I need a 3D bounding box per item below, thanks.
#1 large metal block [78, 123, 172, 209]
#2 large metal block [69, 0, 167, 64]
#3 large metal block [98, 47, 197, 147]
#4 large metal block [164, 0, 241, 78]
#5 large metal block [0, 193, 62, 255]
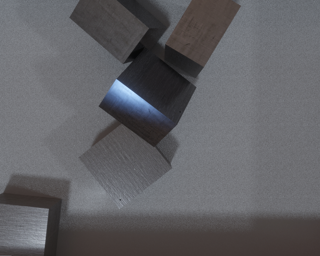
[{"bbox_3d":[-0.042,0.042,0.398,0.080,0.050,0.080,-38,90,0],"label":"large metal block"},{"bbox_3d":[-0.046,-0.128,0.377,0.080,0.080,0.050,41,114,0],"label":"large metal block"},{"bbox_3d":[-0.012,-0.038,0.373,0.080,0.080,0.050,37,133,-7],"label":"large metal block"},{"bbox_3d":[0.048,-0.115,0.384,0.050,0.080,0.080,31,90,0],"label":"large metal block"},{"bbox_3d":[-0.178,0.132,0.398,0.080,0.050,0.080,6,90,0],"label":"large metal block"}]
